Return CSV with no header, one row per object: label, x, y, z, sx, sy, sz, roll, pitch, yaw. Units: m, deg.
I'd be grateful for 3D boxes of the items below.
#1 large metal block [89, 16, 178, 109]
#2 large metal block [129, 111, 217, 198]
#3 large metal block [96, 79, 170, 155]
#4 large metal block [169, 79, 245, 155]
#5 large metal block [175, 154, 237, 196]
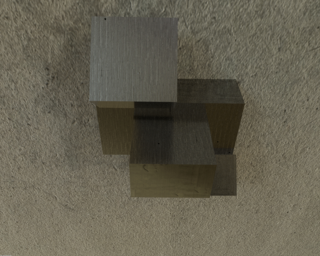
large metal block,-0.024,-0.063,0.311,0.081,0.050,0.080,1,86,-1
large metal block,0.011,0.026,0.330,0.081,0.080,0.050,1,130,-1
large metal block,-0.030,-0.013,0.379,0.081,0.050,0.079,1,130,-1
large metal block,0.051,-0.013,0.380,0.081,0.050,0.079,1,130,-1
large metal block,0.052,0.060,0.416,0.081,0.080,0.050,0,86,-1
